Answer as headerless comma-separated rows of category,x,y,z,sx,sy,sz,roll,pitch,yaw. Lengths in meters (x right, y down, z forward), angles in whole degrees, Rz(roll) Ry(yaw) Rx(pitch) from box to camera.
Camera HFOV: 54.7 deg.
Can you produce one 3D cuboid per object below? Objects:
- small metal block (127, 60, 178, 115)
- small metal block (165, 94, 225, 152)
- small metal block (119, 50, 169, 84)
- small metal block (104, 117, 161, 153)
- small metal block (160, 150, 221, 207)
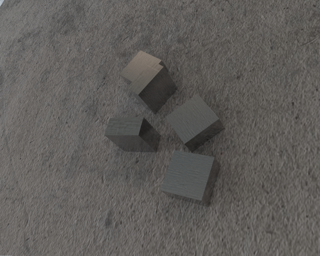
small metal block,-0.009,-0.055,0.426,0.050,0.050,0.025,-49,51,-6
small metal block,0.043,-0.006,0.385,0.050,0.025,0.050,-37,51,3
small metal block,-0.024,-0.084,0.468,0.050,0.025,0.050,34,81,38
small metal block,-0.034,0.009,0.400,0.050,0.050,0.025,-1,62,28
small metal block,0.035,0.056,0.351,0.050,0.025,0.050,8,65,31
